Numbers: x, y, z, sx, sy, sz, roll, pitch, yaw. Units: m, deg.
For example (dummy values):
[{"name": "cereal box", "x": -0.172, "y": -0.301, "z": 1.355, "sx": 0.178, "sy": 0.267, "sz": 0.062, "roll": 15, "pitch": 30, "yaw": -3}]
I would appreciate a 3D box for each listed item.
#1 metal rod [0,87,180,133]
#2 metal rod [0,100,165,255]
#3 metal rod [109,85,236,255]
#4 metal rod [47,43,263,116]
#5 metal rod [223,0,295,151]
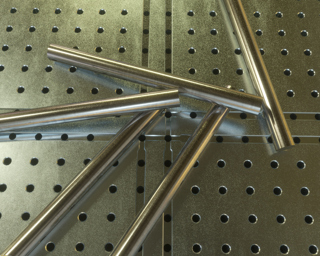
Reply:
[{"name": "metal rod", "x": -0.125, "y": -0.018, "z": 0.401, "sx": 0.302, "sy": 0.025, "sz": 0.025, "roll": -8, "pitch": 70, "yaw": 2}, {"name": "metal rod", "x": -0.099, "y": 0.071, "z": 0.384, "sx": 0.025, "sy": 0.025, "sz": 0.301, "roll": 39, "pitch": 74, "yaw": 12}, {"name": "metal rod", "x": 0.016, "y": 0.065, "z": 0.387, "sx": 0.025, "sy": 0.025, "sz": 0.300, "roll": 33, "pitch": 73, "yaw": 11}, {"name": "metal rod", "x": -0.015, "y": -0.069, "z": 0.420, "sx": 0.301, "sy": 0.025, "sz": 0.025, "roll": 17, "pitch": 71, "yaw": 12}, {"name": "metal rod", "x": 0.133, "y": -0.111, "z": 0.453, "sx": 0.025, "sy": 0.025, "sz": 0.299, "roll": -11, "pitch": 70, "yaw": -4}]
